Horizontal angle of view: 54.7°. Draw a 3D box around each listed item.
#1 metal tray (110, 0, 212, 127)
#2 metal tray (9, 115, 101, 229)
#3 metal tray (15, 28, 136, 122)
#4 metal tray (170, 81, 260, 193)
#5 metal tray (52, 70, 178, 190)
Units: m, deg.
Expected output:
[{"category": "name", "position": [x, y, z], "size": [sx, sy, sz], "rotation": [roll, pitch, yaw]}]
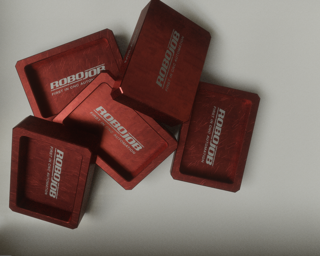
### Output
[{"category": "metal tray", "position": [0.005, -0.077, 0.373], "size": [0.090, 0.030, 0.130], "rotation": [25, 70, -23]}, {"category": "metal tray", "position": [-0.130, 0.057, 0.376], "size": [0.090, 0.030, 0.129], "rotation": [17, 118, -1]}, {"category": "metal tray", "position": [-0.108, -0.064, 0.406], "size": [0.131, 0.030, 0.090], "rotation": [-21, 90, -1]}, {"category": "metal tray", "position": [0.071, 0.011, 0.408], "size": [0.091, 0.030, 0.129], "rotation": [13, 90, -1]}, {"category": "metal tray", "position": [-0.053, 0.004, 0.385], "size": [0.090, 0.030, 0.130], "rotation": [-43, 105, 6]}]
